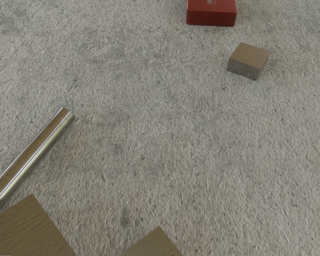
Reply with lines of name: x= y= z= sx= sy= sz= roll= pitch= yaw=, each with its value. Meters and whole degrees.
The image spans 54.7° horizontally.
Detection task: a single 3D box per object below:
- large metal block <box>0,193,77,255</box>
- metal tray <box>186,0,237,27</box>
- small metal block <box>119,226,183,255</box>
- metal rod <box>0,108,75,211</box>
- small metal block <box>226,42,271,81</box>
large metal block: x=-0.127 y=0.122 z=0.283 sx=0.080 sy=0.050 sz=0.080 roll=-35 pitch=58 yaw=-26
metal tray: x=0.099 y=-0.250 z=0.612 sx=0.091 sy=0.030 sz=0.130 roll=4 pitch=50 yaw=2
small metal block: x=-0.005 y=0.131 z=0.293 sx=0.050 sy=0.025 sz=0.050 roll=-31 pitch=57 yaw=-24
metal rod: x=-0.185 y=0.087 z=0.327 sx=0.025 sy=0.025 sz=0.301 roll=19 pitch=52 yaw=15
small metal block: x=0.142 y=-0.107 z=0.495 sx=0.050 sy=0.025 sz=0.050 roll=25 pitch=54 yaw=19
